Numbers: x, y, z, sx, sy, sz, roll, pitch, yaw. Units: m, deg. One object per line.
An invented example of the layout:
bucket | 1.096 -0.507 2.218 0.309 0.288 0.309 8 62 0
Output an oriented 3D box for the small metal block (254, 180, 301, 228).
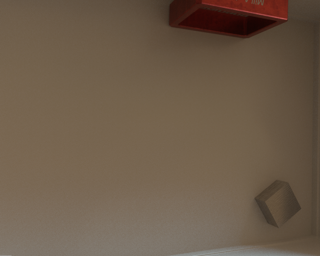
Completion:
small metal block | 0.183 0.117 0.480 0.050 0.025 0.050 -33 101 -17

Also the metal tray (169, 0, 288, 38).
metal tray | 0.088 -0.153 0.409 0.131 0.090 0.030 2 90 -20
